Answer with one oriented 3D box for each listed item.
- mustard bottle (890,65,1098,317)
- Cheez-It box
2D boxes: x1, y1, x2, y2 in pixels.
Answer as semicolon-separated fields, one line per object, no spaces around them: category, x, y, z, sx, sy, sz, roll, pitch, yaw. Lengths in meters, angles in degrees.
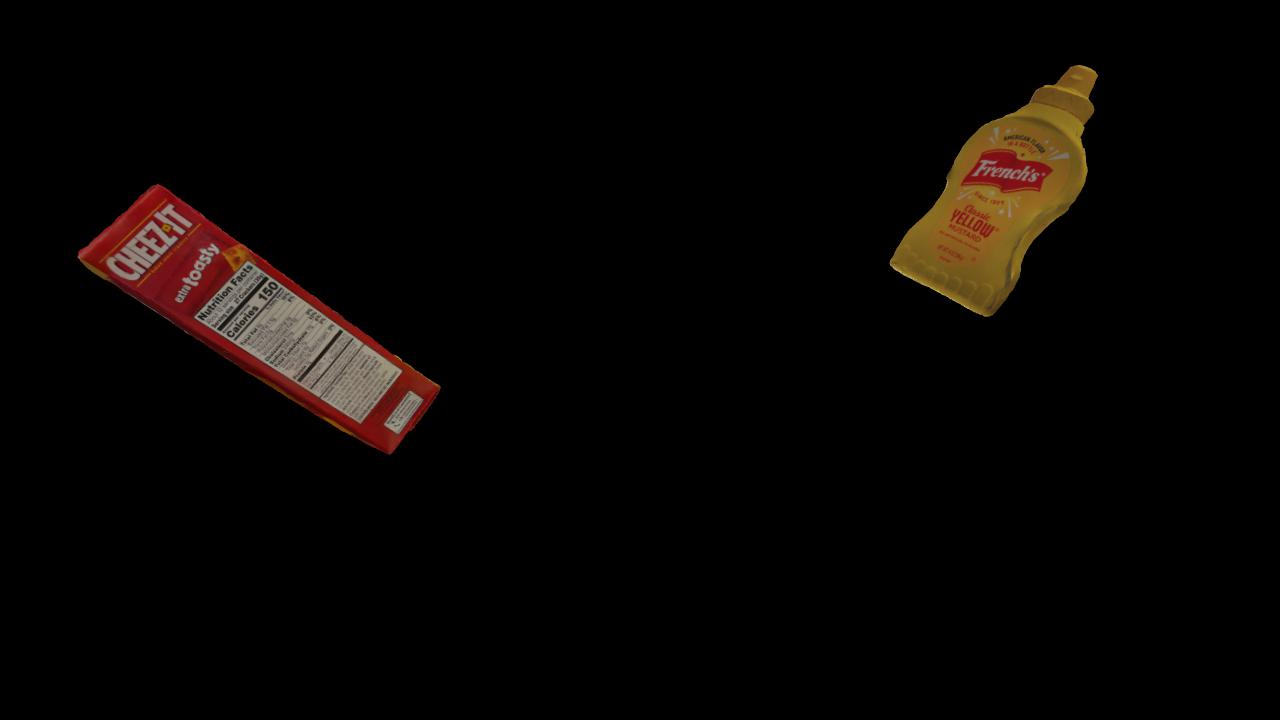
mustard bottle;0.280;-0.132;0.470;0.054;0.184;0.092;10;25;-45
Cheez-It box;-0.285;-0.022;0.478;0.223;0.071;0.166;44;-23;-30
